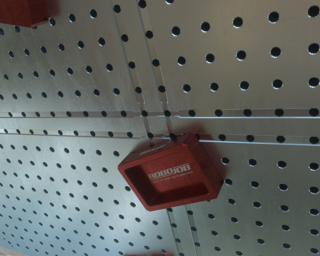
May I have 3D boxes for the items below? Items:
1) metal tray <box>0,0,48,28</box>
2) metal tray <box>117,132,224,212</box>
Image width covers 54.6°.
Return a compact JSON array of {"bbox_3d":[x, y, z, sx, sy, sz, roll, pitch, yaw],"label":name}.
[{"bbox_3d":[-0.216,-0.187,0.407,0.130,0.030,0.089,14,124,20],"label":"metal tray"},{"bbox_3d":[0.012,0.067,0.443,0.130,0.030,0.090,-22,107,36],"label":"metal tray"}]
